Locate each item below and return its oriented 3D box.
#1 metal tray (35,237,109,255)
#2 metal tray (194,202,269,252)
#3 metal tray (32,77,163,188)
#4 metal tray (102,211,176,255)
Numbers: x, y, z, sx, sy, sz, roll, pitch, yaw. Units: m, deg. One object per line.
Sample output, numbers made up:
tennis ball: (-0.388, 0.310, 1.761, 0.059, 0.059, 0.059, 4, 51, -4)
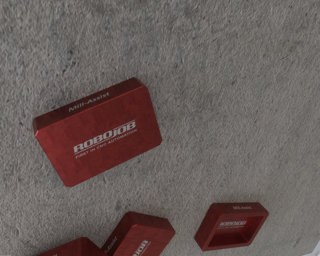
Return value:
metal tray: (-0.138, 0.207, 0.433, 0.130, 0.030, 0.090, -24, 129, 7)
metal tray: (0.139, 0.188, 0.595, 0.131, 0.030, 0.089, 8, 114, -32)
metal tray: (-0.069, 0.005, 0.369, 0.131, 0.030, 0.090, -25, 128, -13)
metal tray: (-0.046, 0.200, 0.502, 0.090, 0.030, 0.129, 24, 105, -37)
